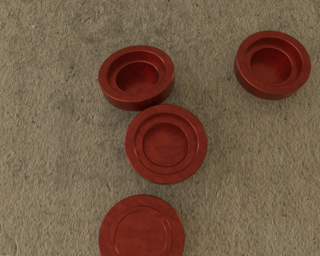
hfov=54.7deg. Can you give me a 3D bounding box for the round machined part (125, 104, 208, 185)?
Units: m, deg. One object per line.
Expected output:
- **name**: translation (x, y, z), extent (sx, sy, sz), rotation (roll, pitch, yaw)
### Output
- **round machined part**: translation (0.007, 0.023, 0.388), extent (0.099, 0.042, 0.098), rotation (1, 75, -2)

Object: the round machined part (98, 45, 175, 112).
- **round machined part**: translation (-0.029, -0.061, 0.413), extent (0.099, 0.042, 0.098), rotation (-3, 57, 4)

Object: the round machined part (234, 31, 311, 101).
- **round machined part**: translation (0.151, -0.082, 0.430), extent (0.099, 0.042, 0.098), rotation (0, 70, 0)

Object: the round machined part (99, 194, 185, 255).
- **round machined part**: translation (-0.021, 0.125, 0.353), extent (0.099, 0.042, 0.098), rotation (0, 70, 0)
